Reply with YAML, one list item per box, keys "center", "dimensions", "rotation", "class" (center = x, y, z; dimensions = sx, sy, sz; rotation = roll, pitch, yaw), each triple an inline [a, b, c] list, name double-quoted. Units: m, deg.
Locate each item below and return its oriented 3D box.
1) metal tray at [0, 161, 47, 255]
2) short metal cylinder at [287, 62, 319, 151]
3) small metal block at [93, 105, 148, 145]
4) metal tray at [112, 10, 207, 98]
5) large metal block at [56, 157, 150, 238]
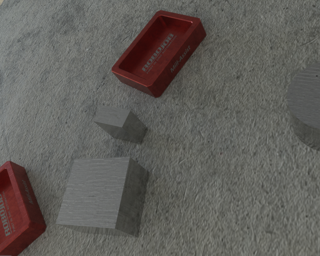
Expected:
- center: [-0.224, 0.121, 0.443]
  dimensions: [0.090, 0.030, 0.130]
  rotation: [-42, 51, -1]
  class: "metal tray"
- center: [0.173, -0.021, 0.310]
  dimensions: [0.080, 0.050, 0.080]
  rotation: [-13, 56, 21]
  class: "short metal cylinder"
- center: [-0.052, -0.004, 0.418]
  dimensions: [0.050, 0.050, 0.025]
  rotation: [11, 68, 33]
  class: "small metal block"
- center: [-0.002, -0.116, 0.473]
  dimensions: [0.090, 0.030, 0.130]
  rotation: [28, 77, 37]
  class: "metal tray"
- center: [-0.066, 0.083, 0.372]
  dimensions: [0.080, 0.050, 0.080]
  rotation: [-5, 60, 25]
  class: "large metal block"
